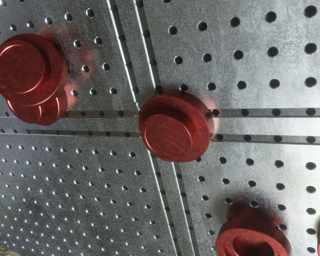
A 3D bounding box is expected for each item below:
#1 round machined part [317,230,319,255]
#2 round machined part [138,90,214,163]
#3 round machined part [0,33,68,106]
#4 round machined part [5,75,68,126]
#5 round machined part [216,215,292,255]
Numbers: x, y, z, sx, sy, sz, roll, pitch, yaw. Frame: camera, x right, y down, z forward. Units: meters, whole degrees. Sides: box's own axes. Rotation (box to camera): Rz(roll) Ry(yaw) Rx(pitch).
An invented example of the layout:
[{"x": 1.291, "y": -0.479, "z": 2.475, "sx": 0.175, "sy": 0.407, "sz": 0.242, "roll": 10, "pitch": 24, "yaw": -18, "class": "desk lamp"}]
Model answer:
[{"x": 0.243, "y": 0.155, "z": 0.369, "sx": 0.098, "sy": 0.042, "sz": 0.097, "roll": 13, "pitch": 124, "yaw": 20, "class": "round machined part"}, {"x": 0.015, "y": 0.004, "z": 0.394, "sx": 0.098, "sy": 0.042, "sz": 0.097, "roll": 13, "pitch": 124, "yaw": 20, "class": "round machined part"}, {"x": -0.179, "y": -0.078, "z": 0.413, "sx": 0.099, "sy": 0.042, "sz": 0.097, "roll": 0, "pitch": 91, "yaw": 4, "class": "round machined part"}, {"x": -0.195, "y": -0.045, "z": 0.472, "sx": 0.098, "sy": 0.042, "sz": 0.097, "roll": 13, "pitch": 124, "yaw": 20, "class": "round machined part"}, {"x": 0.131, "y": 0.161, "z": 0.430, "sx": 0.098, "sy": 0.042, "sz": 0.097, "roll": 13, "pitch": 124, "yaw": 20, "class": "round machined part"}]
